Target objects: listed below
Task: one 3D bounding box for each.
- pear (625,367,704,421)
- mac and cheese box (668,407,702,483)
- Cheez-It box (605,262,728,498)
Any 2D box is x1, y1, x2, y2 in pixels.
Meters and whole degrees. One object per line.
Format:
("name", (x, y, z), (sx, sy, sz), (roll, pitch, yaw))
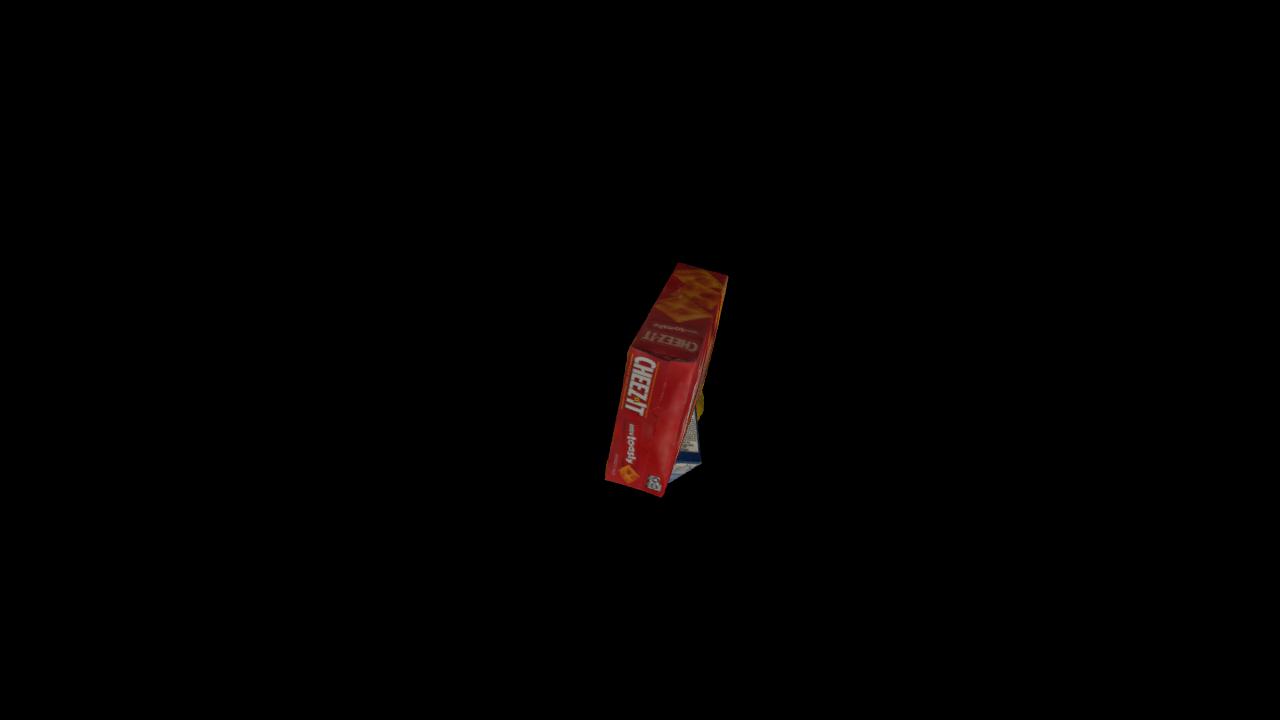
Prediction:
("pear", (0.029, 0.038, 0.763), (0.080, 0.111, 0.080), (-29, 27, 16))
("mac and cheese box", (0.034, 0.051, 0.764), (0.041, 0.184, 0.093), (6, -27, -20))
("Cheez-It box", (0.034, 0.012, 0.666), (0.071, 0.166, 0.223), (15, 32, 8))
